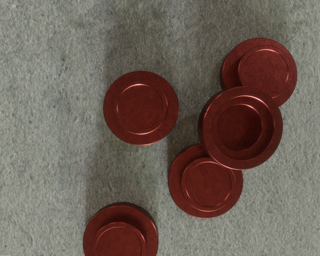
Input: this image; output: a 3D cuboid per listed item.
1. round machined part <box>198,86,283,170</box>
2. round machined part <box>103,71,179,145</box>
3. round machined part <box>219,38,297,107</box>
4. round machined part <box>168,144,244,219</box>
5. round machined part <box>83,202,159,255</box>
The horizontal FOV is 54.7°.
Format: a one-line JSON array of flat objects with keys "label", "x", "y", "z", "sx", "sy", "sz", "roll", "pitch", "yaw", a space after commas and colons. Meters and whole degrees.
[{"label": "round machined part", "x": 0.093, "y": -0.002, "z": 0.377, "sx": 0.099, "sy": 0.042, "sz": 0.097, "roll": -1, "pitch": 96, "yaw": -9}, {"label": "round machined part", "x": -0.025, "y": -0.026, "z": 0.401, "sx": 0.099, "sy": 0.042, "sz": 0.097, "roll": 0, "pitch": 90, "yaw": -1}, {"label": "round machined part", "x": 0.131, "y": -0.069, "z": 0.403, "sx": 0.099, "sy": 0.042, "sz": 0.097, "roll": 0, "pitch": 90, "yaw": -1}, {"label": "round machined part", "x": 0.060, "y": 0.069, "z": 0.402, "sx": 0.099, "sy": 0.042, "sz": 0.097, "roll": 0, "pitch": 90, "yaw": -1}, {"label": "round machined part", "x": -0.051, "y": 0.149, "z": 0.401, "sx": 0.099, "sy": 0.042, "sz": 0.097, "roll": 0, "pitch": 90, "yaw": -1}]
